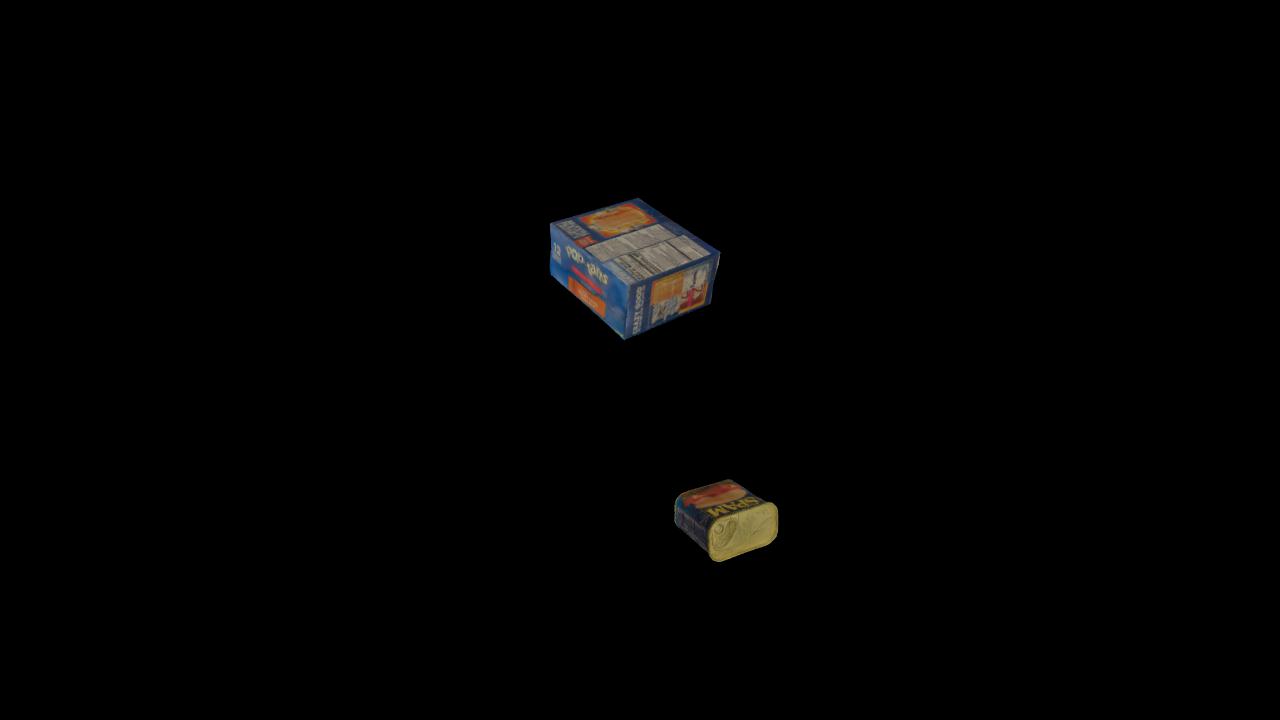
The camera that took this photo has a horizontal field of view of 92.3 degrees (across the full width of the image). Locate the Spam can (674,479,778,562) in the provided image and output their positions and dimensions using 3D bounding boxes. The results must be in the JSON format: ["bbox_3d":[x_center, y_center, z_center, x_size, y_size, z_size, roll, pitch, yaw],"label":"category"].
[{"bbox_3d":[0.105,0.195,0.762,0.101,0.058,0.085,-9,16,-26],"label":"Spam can"}]

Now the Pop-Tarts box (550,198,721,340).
[{"bbox_3d":[-0.011,-0.120,0.773,0.141,0.083,0.167,-24,48,-30],"label":"Pop-Tarts box"}]
